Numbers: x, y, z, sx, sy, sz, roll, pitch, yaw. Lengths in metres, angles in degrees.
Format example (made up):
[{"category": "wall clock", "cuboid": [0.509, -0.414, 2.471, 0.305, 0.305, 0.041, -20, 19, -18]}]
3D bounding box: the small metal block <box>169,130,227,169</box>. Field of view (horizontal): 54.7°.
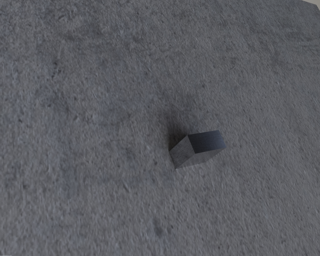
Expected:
[{"category": "small metal block", "cuboid": [0.048, 0.028, 0.398, 0.050, 0.050, 0.025, -8, 66, -32]}]
